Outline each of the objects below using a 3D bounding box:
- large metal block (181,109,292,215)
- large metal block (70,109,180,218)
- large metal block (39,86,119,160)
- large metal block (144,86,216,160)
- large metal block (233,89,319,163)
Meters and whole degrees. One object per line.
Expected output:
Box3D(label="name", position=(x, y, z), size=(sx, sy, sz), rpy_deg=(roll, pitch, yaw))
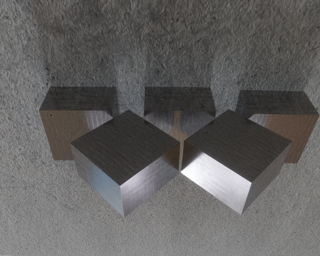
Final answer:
Box3D(label="large metal block", position=(0.081, 0.033, 0.339), size=(0.080, 0.081, 0.050), rpy_deg=(33, 138, 32))
Box3D(label="large metal block", position=(-0.036, 0.034, 0.335), size=(0.081, 0.080, 0.050), rpy_deg=(-34, 141, -33))
Box3D(label="large metal block", position=(-0.094, -0.005, 0.387), size=(0.081, 0.050, 0.079), rpy_deg=(0, 130, -1))
Box3D(label="large metal block", position=(0.022, -0.005, 0.389), size=(0.081, 0.050, 0.079), rpy_deg=(1, 130, -1))
Box3D(label="large metal block", position=(0.139, -0.001, 0.394), size=(0.081, 0.050, 0.079), rpy_deg=(1, 130, -2))
